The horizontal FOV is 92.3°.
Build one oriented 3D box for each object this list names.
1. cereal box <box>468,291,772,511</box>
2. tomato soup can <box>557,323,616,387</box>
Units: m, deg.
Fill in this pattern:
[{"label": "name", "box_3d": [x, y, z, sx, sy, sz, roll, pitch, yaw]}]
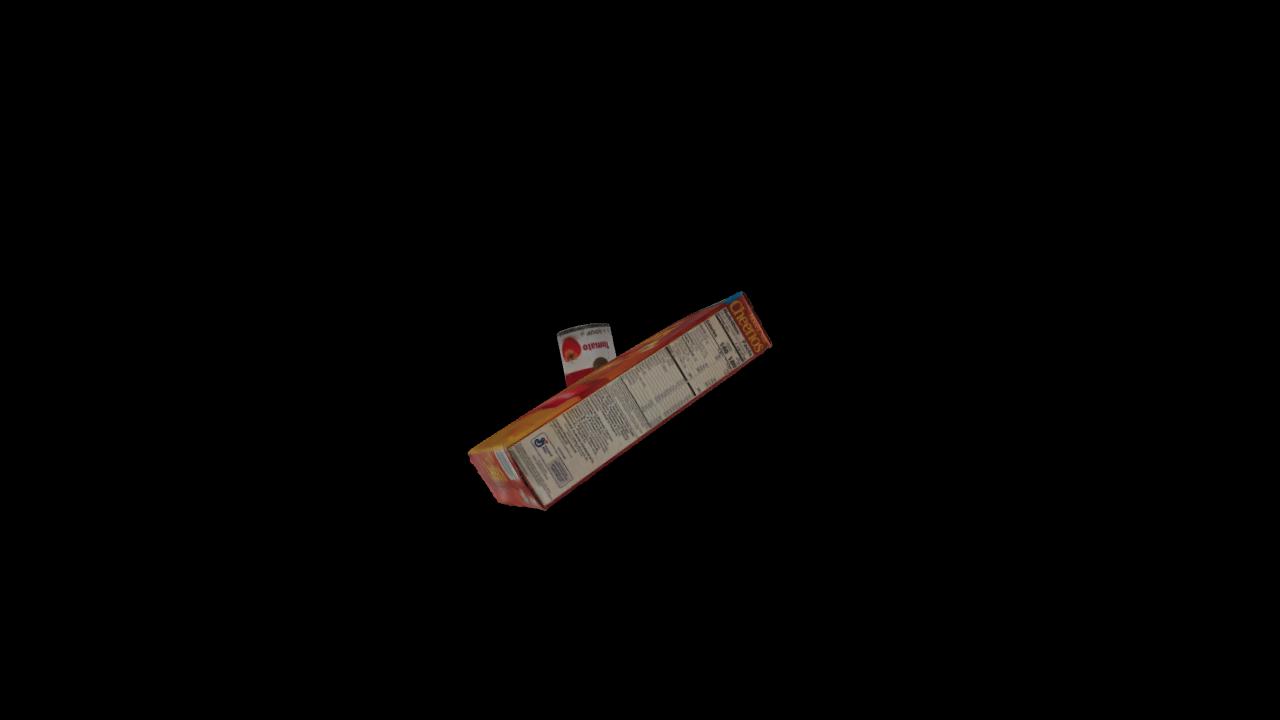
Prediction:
[{"label": "cereal box", "box_3d": [-0.026, 0.044, 0.678, 0.306, 0.081, 0.203, -33, 5, -25]}, {"label": "tomato soup can", "box_3d": [-0.058, 0.011, 0.739, 0.068, 0.101, 0.068, -12, -6, -1]}]
